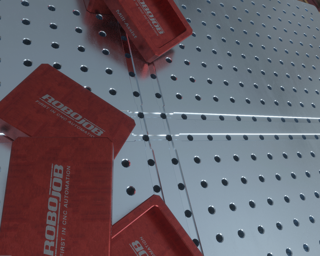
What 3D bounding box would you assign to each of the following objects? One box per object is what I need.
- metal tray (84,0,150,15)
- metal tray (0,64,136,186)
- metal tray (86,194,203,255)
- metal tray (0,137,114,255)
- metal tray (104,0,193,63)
[{"bbox_3d":[-0.062,-0.227,0.511,0.131,0.030,0.090,-5,64,-31],"label":"metal tray"},{"bbox_3d":[-0.104,-0.005,0.353,0.130,0.030,0.090,33,51,-7],"label":"metal tray"},{"bbox_3d":[-0.001,0.146,0.316,0.091,0.030,0.130,-30,79,-38],"label":"metal tray"},{"bbox_3d":[-0.089,0.074,0.280,0.091,0.030,0.129,1,70,-6],"label":"metal tray"},{"bbox_3d":[-0.019,-0.177,0.474,0.090,0.030,0.130,-41,100,-30],"label":"metal tray"}]
